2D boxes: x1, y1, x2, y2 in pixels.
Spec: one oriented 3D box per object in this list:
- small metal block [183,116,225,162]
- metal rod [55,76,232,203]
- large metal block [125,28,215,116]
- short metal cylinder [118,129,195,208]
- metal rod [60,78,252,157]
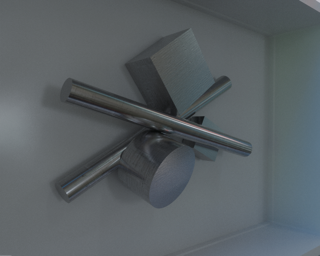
[{"bbox_3d":[0.064,0.016,0.459,0.050,0.025,0.050,33,69,-35],"label":"small metal block"},{"bbox_3d":[0.001,-0.002,0.407,0.302,0.025,0.025,-34,112,-35],"label":"metal rod"},{"bbox_3d":[0.016,-0.071,0.403,0.080,0.050,0.080,-43,117,-31],"label":"large metal block"},{"bbox_3d":[-0.003,0.048,0.370,0.081,0.050,0.079,-31,134,-38],"label":"short metal cylinder"},{"bbox_3d":[0.022,-0.002,0.392,0.302,0.025,0.025,17,79,-39],"label":"metal rod"}]
